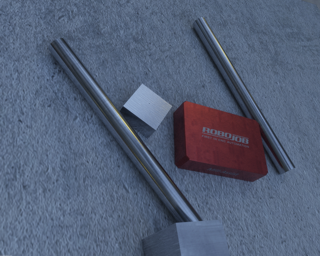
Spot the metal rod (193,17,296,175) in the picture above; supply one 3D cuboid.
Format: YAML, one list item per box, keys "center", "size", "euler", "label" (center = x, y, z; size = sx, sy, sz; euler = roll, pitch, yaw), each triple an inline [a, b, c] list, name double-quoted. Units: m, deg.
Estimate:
- center: [0.133, -0.063, 0.515]
  size: [0.025, 0.025, 0.299]
  euler: [-14, 69, -34]
  label: "metal rod"

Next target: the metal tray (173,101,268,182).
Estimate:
- center: [0.085, 0.020, 0.436]
  size: [0.131, 0.030, 0.090]
  euler: [13, 56, -21]
  label: "metal tray"

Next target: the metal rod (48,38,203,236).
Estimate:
- center: [-0.041, 0.010, 0.376]
  size: [0.025, 0.025, 0.300]
  euler: [-31, 79, -38]
  label: "metal rod"

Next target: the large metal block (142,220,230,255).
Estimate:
- center: [0.026, 0.140, 0.299]
  size: [0.050, 0.080, 0.080]
  euler: [5, 60, -26]
  label: "large metal block"

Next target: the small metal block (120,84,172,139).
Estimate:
- center: [-0.020, -0.023, 0.408]
  size: [0.050, 0.025, 0.050]
  euler: [37, 51, -4]
  label: "small metal block"
